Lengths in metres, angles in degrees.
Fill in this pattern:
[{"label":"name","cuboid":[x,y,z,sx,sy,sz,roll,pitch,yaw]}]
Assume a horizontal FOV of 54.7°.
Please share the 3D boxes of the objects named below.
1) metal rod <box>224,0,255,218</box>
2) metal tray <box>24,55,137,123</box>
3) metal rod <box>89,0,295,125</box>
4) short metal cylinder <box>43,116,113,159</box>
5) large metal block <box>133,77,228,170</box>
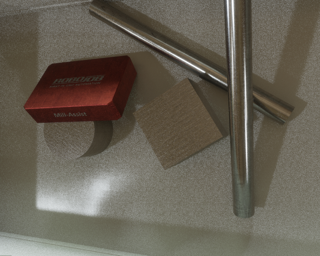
[{"label":"metal rod","cuboid":[0.084,-0.036,0.322,0.025,0.025,0.298,0,113,20]},{"label":"metal tray","cuboid":[-0.105,-0.052,0.417,0.130,0.030,0.090,-1,51,19]},{"label":"metal rod","cuboid":[0.028,-0.093,0.399,0.300,0.025,0.025,33,101,16]},{"label":"short metal cylinder","cuboid":[-0.114,0.002,0.436,0.080,0.050,0.079,0,90,19]},{"label":"large metal block","cuboid":[0.027,-0.005,0.387,0.080,0.050,0.080,-32,80,17]}]
